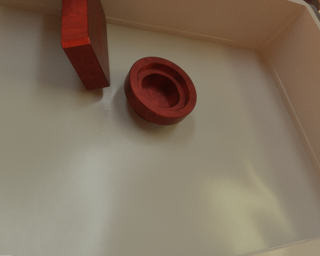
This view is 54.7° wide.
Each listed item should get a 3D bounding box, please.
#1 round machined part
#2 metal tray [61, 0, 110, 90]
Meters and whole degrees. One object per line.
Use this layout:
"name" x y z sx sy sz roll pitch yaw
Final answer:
"round machined part" -0.003 -0.046 0.423 0.099 0.042 0.098 14 56 -21
"metal tray" -0.092 -0.125 0.390 0.030 0.090 0.130 -9 62 2
